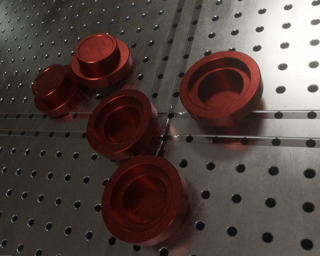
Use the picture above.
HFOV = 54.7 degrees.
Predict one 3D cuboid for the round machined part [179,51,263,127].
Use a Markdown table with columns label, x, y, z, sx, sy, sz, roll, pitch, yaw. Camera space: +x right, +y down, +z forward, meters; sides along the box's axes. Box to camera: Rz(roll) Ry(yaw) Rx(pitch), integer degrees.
| label | x | y | z | sx | sy | sz | roll | pitch | yaw |
| --- | --- | --- | --- | --- | --- | --- | --- | --- | --- |
| round machined part | 0.077 | -0.044 | 0.383 | 0.098 | 0.042 | 0.098 | -13 | 56 | 21 |

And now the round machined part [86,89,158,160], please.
| label | x | y | z | sx | sy | sz | roll | pitch | yaw |
| --- | --- | --- | --- | --- | --- | --- | --- | --- | --- |
| round machined part | -0.047 | -0.001 | 0.421 | 0.098 | 0.042 | 0.098 | -13 | 56 | 20 |

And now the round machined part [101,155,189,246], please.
| label | x | y | z | sx | sy | sz | roll | pitch | yaw |
| --- | --- | --- | --- | --- | --- | --- | --- | --- | --- |
| round machined part | -0.013 | 0.083 | 0.352 | 0.098 | 0.042 | 0.098 | -13 | 56 | 20 |

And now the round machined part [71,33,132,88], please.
| label | x | y | z | sx | sy | sz | roll | pitch | yaw |
| --- | --- | --- | --- | --- | --- | --- | --- | --- | --- |
| round machined part | -0.097 | -0.115 | 0.501 | 0.099 | 0.042 | 0.098 | -5 | 55 | 7 |

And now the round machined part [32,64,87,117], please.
| label | x | y | z | sx | sy | sz | roll | pitch | yaw |
| --- | --- | --- | --- | --- | --- | --- | --- | --- | --- |
| round machined part | -0.178 | -0.070 | 0.531 | 0.098 | 0.042 | 0.098 | -13 | 56 | 20 |
